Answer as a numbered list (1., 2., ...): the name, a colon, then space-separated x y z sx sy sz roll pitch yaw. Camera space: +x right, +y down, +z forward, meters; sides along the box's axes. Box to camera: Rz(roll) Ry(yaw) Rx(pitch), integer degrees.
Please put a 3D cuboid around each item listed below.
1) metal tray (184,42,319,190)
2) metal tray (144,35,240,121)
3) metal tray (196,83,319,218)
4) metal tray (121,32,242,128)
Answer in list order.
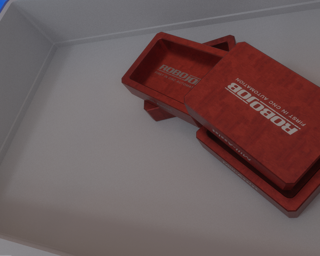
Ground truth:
1. metal tray: 0.100 -0.016 0.300 0.090 0.030 0.130 -46 64 -5
2. metal tray: 0.044 -0.067 0.420 0.130 0.030 0.090 -13 56 21
3. metal tray: 0.114 0.017 0.327 0.090 0.030 0.130 -46 55 -4
4. metal tray: 0.024 -0.066 0.390 0.130 0.030 0.090 30 79 37
